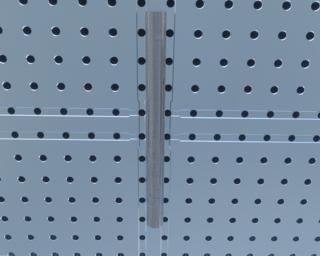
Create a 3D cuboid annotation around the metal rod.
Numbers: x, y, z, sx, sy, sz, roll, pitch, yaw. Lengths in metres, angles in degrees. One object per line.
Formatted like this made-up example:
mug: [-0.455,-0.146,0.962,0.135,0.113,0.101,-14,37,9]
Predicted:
metal rod: [-0.006,0.003,0.414,0.025,0.025,0.298,0,110,-1]
